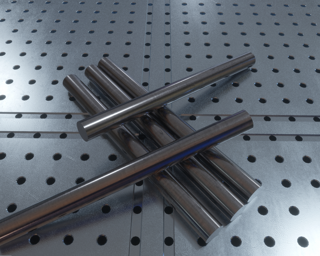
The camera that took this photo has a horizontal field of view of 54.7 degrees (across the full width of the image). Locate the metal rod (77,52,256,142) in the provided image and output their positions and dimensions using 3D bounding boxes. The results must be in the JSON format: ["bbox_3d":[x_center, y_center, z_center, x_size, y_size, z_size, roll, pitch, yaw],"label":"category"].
[{"bbox_3d":[0.029,-0.054,0.427,0.302,0.025,0.025,-26,55,-31],"label":"metal rod"}]

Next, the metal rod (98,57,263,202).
[{"bbox_3d":[0.009,-0.014,0.419,0.025,0.025,0.300,-33,58,-25],"label":"metal rod"}]

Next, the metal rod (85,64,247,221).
[{"bbox_3d":[-0.011,0.002,0.406,0.025,0.025,0.300,-32,57,-24],"label":"metal rod"}]

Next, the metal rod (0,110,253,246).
[{"bbox_3d":[-0.034,0.050,0.338,0.302,0.025,0.025,-24,54,-9],"label":"metal rod"}]

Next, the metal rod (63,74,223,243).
[{"bbox_3d":[-0.039,0.019,0.390,0.025,0.025,0.300,-32,57,-24],"label":"metal rod"}]
